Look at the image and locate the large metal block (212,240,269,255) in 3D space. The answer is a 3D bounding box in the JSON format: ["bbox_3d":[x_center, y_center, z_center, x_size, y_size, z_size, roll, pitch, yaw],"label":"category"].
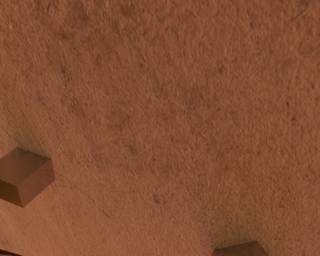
[{"bbox_3d":[0.128,0.222,0.460,0.080,0.050,0.080,-31,101,37],"label":"large metal block"}]

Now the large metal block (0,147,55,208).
[{"bbox_3d":[-0.250,0.086,0.553,0.080,0.080,0.050,15,124,19],"label":"large metal block"}]
